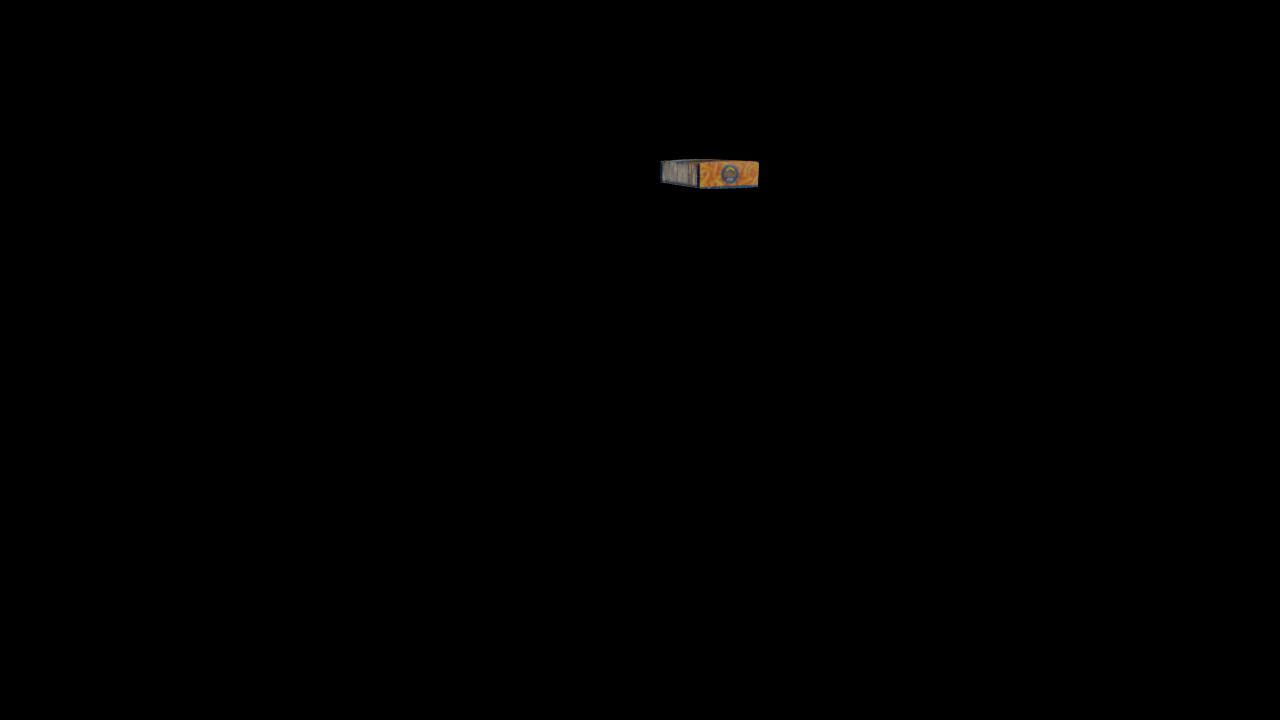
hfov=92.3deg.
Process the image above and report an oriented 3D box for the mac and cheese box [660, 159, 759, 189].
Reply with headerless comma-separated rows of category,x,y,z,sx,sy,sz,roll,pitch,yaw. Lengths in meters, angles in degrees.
mac and cheese box,0.101,-0.287,0.945,0.093,0.041,0.184,-5,19,-16
